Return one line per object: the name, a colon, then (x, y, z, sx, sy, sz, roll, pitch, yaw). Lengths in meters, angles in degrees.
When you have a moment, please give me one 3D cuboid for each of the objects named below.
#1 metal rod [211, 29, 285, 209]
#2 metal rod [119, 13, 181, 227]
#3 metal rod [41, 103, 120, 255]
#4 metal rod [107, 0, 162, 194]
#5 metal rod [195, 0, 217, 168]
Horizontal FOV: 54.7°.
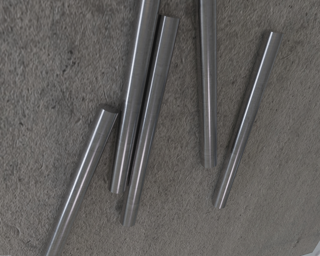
metal rod: (0.128, 0.003, 0.477, 0.025, 0.025, 0.298, -4, 120, -27)
metal rod: (-0.019, 0.009, 0.401, 0.025, 0.025, 0.298, -2, 119, -28)
metal rod: (-0.119, 0.106, 0.407, 0.025, 0.025, 0.298, 12, 112, -34)
metal rod: (-0.030, -0.049, 0.359, 0.025, 0.025, 0.298, -2, 119, -28)
metal rod: (0.061, -0.068, 0.397, 0.025, 0.025, 0.298, -19, 126, -17)
